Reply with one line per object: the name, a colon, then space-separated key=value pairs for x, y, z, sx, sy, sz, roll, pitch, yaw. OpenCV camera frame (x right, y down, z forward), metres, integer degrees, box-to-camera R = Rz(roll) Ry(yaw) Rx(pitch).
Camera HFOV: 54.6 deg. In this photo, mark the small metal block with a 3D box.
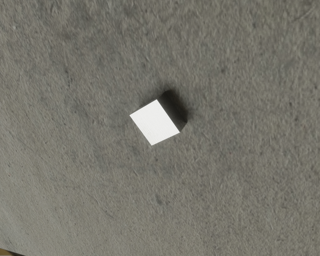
small metal block: x=-0.002 y=-0.011 z=0.401 sx=0.050 sy=0.025 sz=0.050 roll=-27 pitch=104 yaw=37
